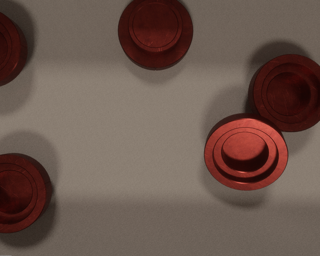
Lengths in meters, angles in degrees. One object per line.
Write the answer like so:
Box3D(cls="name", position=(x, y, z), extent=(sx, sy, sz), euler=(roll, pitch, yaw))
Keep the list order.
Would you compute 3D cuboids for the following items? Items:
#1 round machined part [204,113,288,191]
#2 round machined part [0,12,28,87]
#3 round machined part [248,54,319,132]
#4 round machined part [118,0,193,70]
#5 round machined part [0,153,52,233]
Box3D(cls="round machined part", position=(0.107, 0.027, 0.392), extent=(0.098, 0.042, 0.097), euler=(5, 113, 11))
Box3D(cls="round machined part", position=(-0.220, -0.100, 0.400), extent=(0.099, 0.042, 0.097), euler=(0, 90, -1))
Box3D(cls="round machined part", position=(0.164, -0.043, 0.405), extent=(0.099, 0.042, 0.097), euler=(0, 89, -1))
Box3D(cls="round machined part", position=(-0.006, -0.127, 0.403), extent=(0.099, 0.042, 0.097), euler=(0, 90, -1))
Box3D(cls="round machined part", position=(-0.189, 0.081, 0.401), extent=(0.099, 0.042, 0.097), euler=(0, 90, -1))
